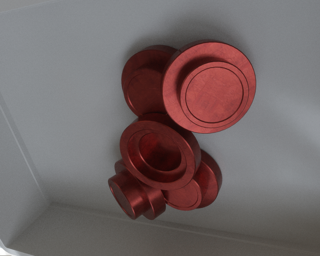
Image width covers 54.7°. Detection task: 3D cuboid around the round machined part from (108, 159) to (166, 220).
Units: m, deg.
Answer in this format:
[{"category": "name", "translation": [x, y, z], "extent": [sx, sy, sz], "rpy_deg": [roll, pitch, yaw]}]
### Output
[{"category": "round machined part", "translation": [-0.038, 0.091, 0.443], "extent": [0.098, 0.042, 0.097], "rpy_deg": [43, 151, 32]}]

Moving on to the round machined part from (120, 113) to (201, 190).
[{"category": "round machined part", "translation": [0.004, 0.025, 0.380], "extent": [0.098, 0.042, 0.097], "rpy_deg": [13, 124, 20]}]

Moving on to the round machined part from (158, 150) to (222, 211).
[{"category": "round machined part", "translation": [0.032, 0.074, 0.423], "extent": [0.098, 0.042, 0.097], "rpy_deg": [13, 124, 20]}]

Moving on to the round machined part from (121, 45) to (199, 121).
[{"category": "round machined part", "translation": [-0.004, -0.045, 0.368], "extent": [0.098, 0.042, 0.097], "rpy_deg": [13, 124, 20]}]

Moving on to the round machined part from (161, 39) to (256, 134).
[{"category": "round machined part", "translation": [0.051, -0.039, 0.317], "extent": [0.099, 0.042, 0.097], "rpy_deg": [-2, 112, -5]}]
